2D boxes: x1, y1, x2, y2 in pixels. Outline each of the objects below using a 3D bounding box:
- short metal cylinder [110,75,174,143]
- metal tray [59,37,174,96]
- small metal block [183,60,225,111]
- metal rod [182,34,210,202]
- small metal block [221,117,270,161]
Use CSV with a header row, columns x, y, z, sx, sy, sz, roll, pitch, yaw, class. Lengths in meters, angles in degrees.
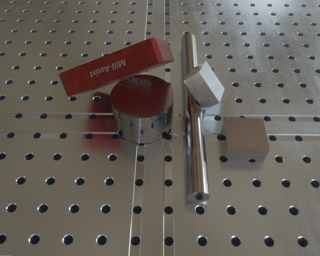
x,y,z,sx,sy,sz,roll,pitch,yaw,class
-0.023,-0.026,0.413,0.081,0.050,0.080,0,50,0,short metal cylinder
-0.053,-0.080,0.409,0.130,0.030,0.090,-17,9,15,metal tray
0.063,-0.060,0.432,0.025,0.050,0.050,-28,16,31,small metal block
0.046,-0.038,0.439,0.025,0.025,0.300,1,50,1,metal rod
0.108,0.014,0.398,0.050,0.025,0.050,2,50,1,small metal block
